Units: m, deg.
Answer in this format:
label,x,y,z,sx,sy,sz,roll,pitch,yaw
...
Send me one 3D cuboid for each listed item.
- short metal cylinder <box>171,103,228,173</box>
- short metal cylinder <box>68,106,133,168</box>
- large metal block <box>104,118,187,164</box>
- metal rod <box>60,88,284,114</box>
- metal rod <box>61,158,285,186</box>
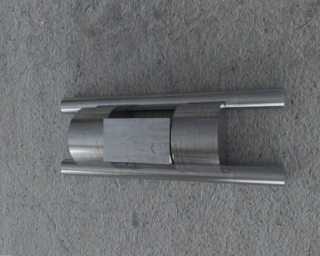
label,x,y,z,sx,sy,sz,roll,pitch,yaw
short metal cylinder,0.049,0.012,0.363,0.050,0.080,0.080,-1,90,20
short metal cylinder,-0.075,0.012,0.407,0.050,0.080,0.080,-1,90,20
large metal block,-0.014,0.014,0.383,0.080,0.080,0.050,0,90,20
metal rod,0.002,-0.033,0.410,0.301,0.025,0.025,0,90,19
metal rod,0.002,0.056,0.409,0.301,0.025,0.025,0,90,19
